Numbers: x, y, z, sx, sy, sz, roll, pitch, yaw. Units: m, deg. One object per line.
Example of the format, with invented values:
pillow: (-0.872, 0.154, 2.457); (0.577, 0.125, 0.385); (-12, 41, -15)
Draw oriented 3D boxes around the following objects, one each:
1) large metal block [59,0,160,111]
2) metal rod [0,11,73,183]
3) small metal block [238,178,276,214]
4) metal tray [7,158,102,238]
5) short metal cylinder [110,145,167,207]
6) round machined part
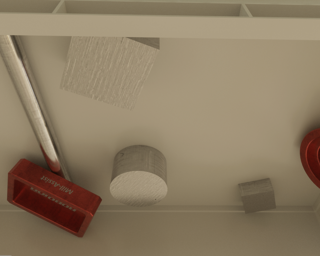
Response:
large metal block: (-0.053, -0.074, 0.329); (0.081, 0.050, 0.079); (17, 128, -15)
metal rod: (-0.154, 0.001, 0.407); (0.025, 0.025, 0.298); (-3, 130, 2)
small metal block: (0.159, 0.112, 0.507); (0.050, 0.025, 0.050); (-14, 129, 11)
metal tray: (-0.160, 0.108, 0.464); (0.131, 0.030, 0.089); (28, 134, -3)
short metal cylinder: (-0.030, 0.071, 0.453); (0.081, 0.050, 0.079); (0, 130, 0)
round machined part: (0.240, 0.040, 0.408); (0.042, 0.098, 0.097); (-19, 134, -22)
